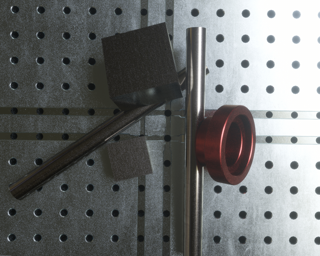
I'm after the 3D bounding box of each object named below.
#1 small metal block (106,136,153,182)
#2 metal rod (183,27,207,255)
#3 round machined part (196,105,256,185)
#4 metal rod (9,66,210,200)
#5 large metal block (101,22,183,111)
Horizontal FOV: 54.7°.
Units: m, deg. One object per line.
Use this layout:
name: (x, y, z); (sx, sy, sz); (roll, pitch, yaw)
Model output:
small metal block: (-0.039, 0.040, 0.413); (0.050, 0.025, 0.050); (-13, 90, -1)
metal rod: (0.044, 0.026, 0.398); (0.025, 0.025, 0.298); (0, 96, -1)
round machined part: (0.081, 0.019, 0.388); (0.042, 0.099, 0.097); (5, 90, 39)
metal rod: (-0.066, 0.001, 0.412); (0.301, 0.025, 0.025); (-34, 90, -1)
large metal block: (-0.021, -0.074, 0.385); (0.080, 0.050, 0.080); (-13, 73, 6)
